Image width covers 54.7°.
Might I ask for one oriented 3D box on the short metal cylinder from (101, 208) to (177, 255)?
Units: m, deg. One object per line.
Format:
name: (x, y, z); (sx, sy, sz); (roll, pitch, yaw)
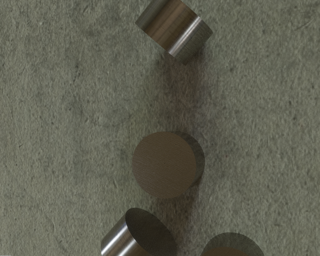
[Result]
short metal cylinder: (-0.026, 0.148, 0.388); (0.080, 0.080, 0.050); (43, 103, 14)

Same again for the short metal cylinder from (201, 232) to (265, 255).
short metal cylinder: (0.084, 0.171, 0.366); (0.080, 0.050, 0.079); (0, 90, 19)

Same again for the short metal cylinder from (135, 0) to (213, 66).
short metal cylinder: (0.017, -0.120, 0.373); (0.080, 0.080, 0.050); (44, 104, 14)

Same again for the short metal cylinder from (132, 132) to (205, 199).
short metal cylinder: (0.012, 0.044, 0.391); (0.080, 0.050, 0.079); (0, 90, 19)
